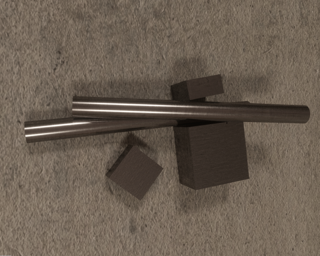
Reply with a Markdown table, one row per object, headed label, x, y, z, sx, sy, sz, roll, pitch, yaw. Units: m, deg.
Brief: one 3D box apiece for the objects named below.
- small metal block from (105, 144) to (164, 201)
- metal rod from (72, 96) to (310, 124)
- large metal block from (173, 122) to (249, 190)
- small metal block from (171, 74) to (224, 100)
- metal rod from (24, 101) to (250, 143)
| label | x | y | z | sx | sy | sz | roll | pitch | yaw |
| --- | --- | --- | --- | --- | --- | --- | --- | --- | --- |
| small metal block | -0.033 | 0.056 | 0.398 | 0.050 | 0.025 | 0.050 | 40 | 77 | -16 |
| metal rod | 0.047 | -0.022 | 0.390 | 0.302 | 0.025 | 0.025 | 1 | 90 | -11 |
| large metal block | 0.069 | 0.033 | 0.423 | 0.081 | 0.050 | 0.079 | -7 | 93 | -20 |
| small metal block | 0.049 | -0.052 | 0.415 | 0.050 | 0.050 | 0.025 | -13 | 95 | -20 |
| metal rod | -0.012 | -0.011 | 0.405 | 0.303 | 0.025 | 0.025 | -7 | 93 | -20 |
